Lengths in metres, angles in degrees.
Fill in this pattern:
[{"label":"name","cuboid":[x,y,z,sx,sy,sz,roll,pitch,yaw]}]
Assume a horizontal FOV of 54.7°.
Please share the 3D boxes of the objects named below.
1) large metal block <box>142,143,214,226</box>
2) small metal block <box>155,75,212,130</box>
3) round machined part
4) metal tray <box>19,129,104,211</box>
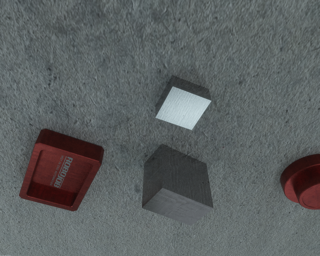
[{"label":"large metal block","cuboid":[0.023,0.080,0.440,0.080,0.080,0.050,26,125,-21]},{"label":"small metal block","cuboid":[0.027,-0.030,0.382,0.050,0.025,0.050,18,128,-16]},{"label":"round machined part","cuboid":[0.241,0.088,0.474,0.099,0.042,0.097,0,130,0]},{"label":"metal tray","cuboid":[-0.148,0.067,0.459,0.091,0.030,0.129,20,127,-17]}]
